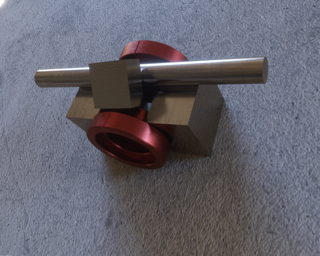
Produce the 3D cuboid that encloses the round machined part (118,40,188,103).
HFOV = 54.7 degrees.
[{"bbox_3d":[-0.009,-0.065,0.404,0.098,0.098,0.042,4,65,30],"label":"round machined part"}]

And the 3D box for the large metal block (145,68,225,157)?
[{"bbox_3d":[0.034,-0.021,0.365,0.050,0.080,0.080,4,64,30],"label":"large metal block"}]

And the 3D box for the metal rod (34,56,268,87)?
[{"bbox_3d":[-0.034,-0.061,0.358,0.300,0.025,0.025,3,63,29],"label":"metal rod"}]

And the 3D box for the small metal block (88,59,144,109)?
[{"bbox_3d":[-0.048,-0.048,0.340,0.050,0.025,0.050,1,103,30],"label":"small metal block"}]

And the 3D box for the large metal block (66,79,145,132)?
[{"bbox_3d":[-0.069,-0.029,0.424,0.050,0.080,0.080,5,64,30],"label":"large metal block"}]

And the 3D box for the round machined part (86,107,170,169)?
[{"bbox_3d":[-0.034,0.008,0.371,0.098,0.098,0.042,5,59,30],"label":"round machined part"}]
